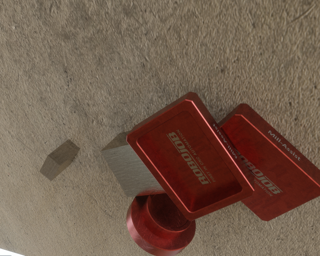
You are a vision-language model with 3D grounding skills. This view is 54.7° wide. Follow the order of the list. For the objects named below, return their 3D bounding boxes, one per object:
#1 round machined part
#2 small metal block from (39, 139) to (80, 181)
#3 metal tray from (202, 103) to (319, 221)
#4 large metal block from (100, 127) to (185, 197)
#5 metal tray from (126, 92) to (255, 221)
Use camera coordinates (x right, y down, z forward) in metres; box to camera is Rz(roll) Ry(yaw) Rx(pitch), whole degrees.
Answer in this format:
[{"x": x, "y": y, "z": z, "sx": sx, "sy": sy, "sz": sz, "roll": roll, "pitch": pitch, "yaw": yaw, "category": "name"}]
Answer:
[{"x": 0.006, "y": 0.123, "z": 0.433, "sx": 0.098, "sy": 0.098, "sz": 0.042, "roll": 34, "pitch": 129, "yaw": 6, "category": "round machined part"}, {"x": -0.165, "y": 0.053, "z": 0.510, "sx": 0.025, "sy": 0.050, "sz": 0.050, "roll": 41, "pitch": 129, "yaw": 0, "category": "small metal block"}, {"x": 0.114, "y": 0.044, "z": 0.371, "sx": 0.130, "sy": 0.030, "sz": 0.090, "roll": 42, "pitch": 129, "yaw": -1, "category": "metal tray"}, {"x": -0.021, "y": 0.045, "z": 0.430, "sx": 0.080, "sy": 0.050, "sz": 0.080, "roll": -14, "pitch": 111, "yaw": 34, "category": "large metal block"}, {"x": 0.036, "y": 0.036, "z": 0.354, "sx": 0.090, "sy": 0.030, "sz": 0.130, "roll": -31, "pitch": 102, "yaw": 24, "category": "metal tray"}]
